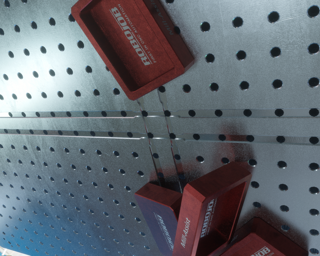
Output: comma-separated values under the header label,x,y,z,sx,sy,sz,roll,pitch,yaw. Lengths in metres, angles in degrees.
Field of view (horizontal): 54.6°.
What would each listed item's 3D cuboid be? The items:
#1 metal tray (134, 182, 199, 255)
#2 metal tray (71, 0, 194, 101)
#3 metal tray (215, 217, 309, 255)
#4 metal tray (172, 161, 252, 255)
label,x,y,z,sx,sy,sz,roll,pitch,yaw
metal tray,0.019,0.151,0.473,0.090,0.030,0.129,5,123,49
metal tray,-0.032,-0.106,0.359,0.090,0.030,0.130,-24,106,36
metal tray,0.138,0.197,0.457,0.090,0.030,0.129,36,129,4
metal tray,0.065,0.114,0.397,0.030,0.091,0.129,35,130,40
